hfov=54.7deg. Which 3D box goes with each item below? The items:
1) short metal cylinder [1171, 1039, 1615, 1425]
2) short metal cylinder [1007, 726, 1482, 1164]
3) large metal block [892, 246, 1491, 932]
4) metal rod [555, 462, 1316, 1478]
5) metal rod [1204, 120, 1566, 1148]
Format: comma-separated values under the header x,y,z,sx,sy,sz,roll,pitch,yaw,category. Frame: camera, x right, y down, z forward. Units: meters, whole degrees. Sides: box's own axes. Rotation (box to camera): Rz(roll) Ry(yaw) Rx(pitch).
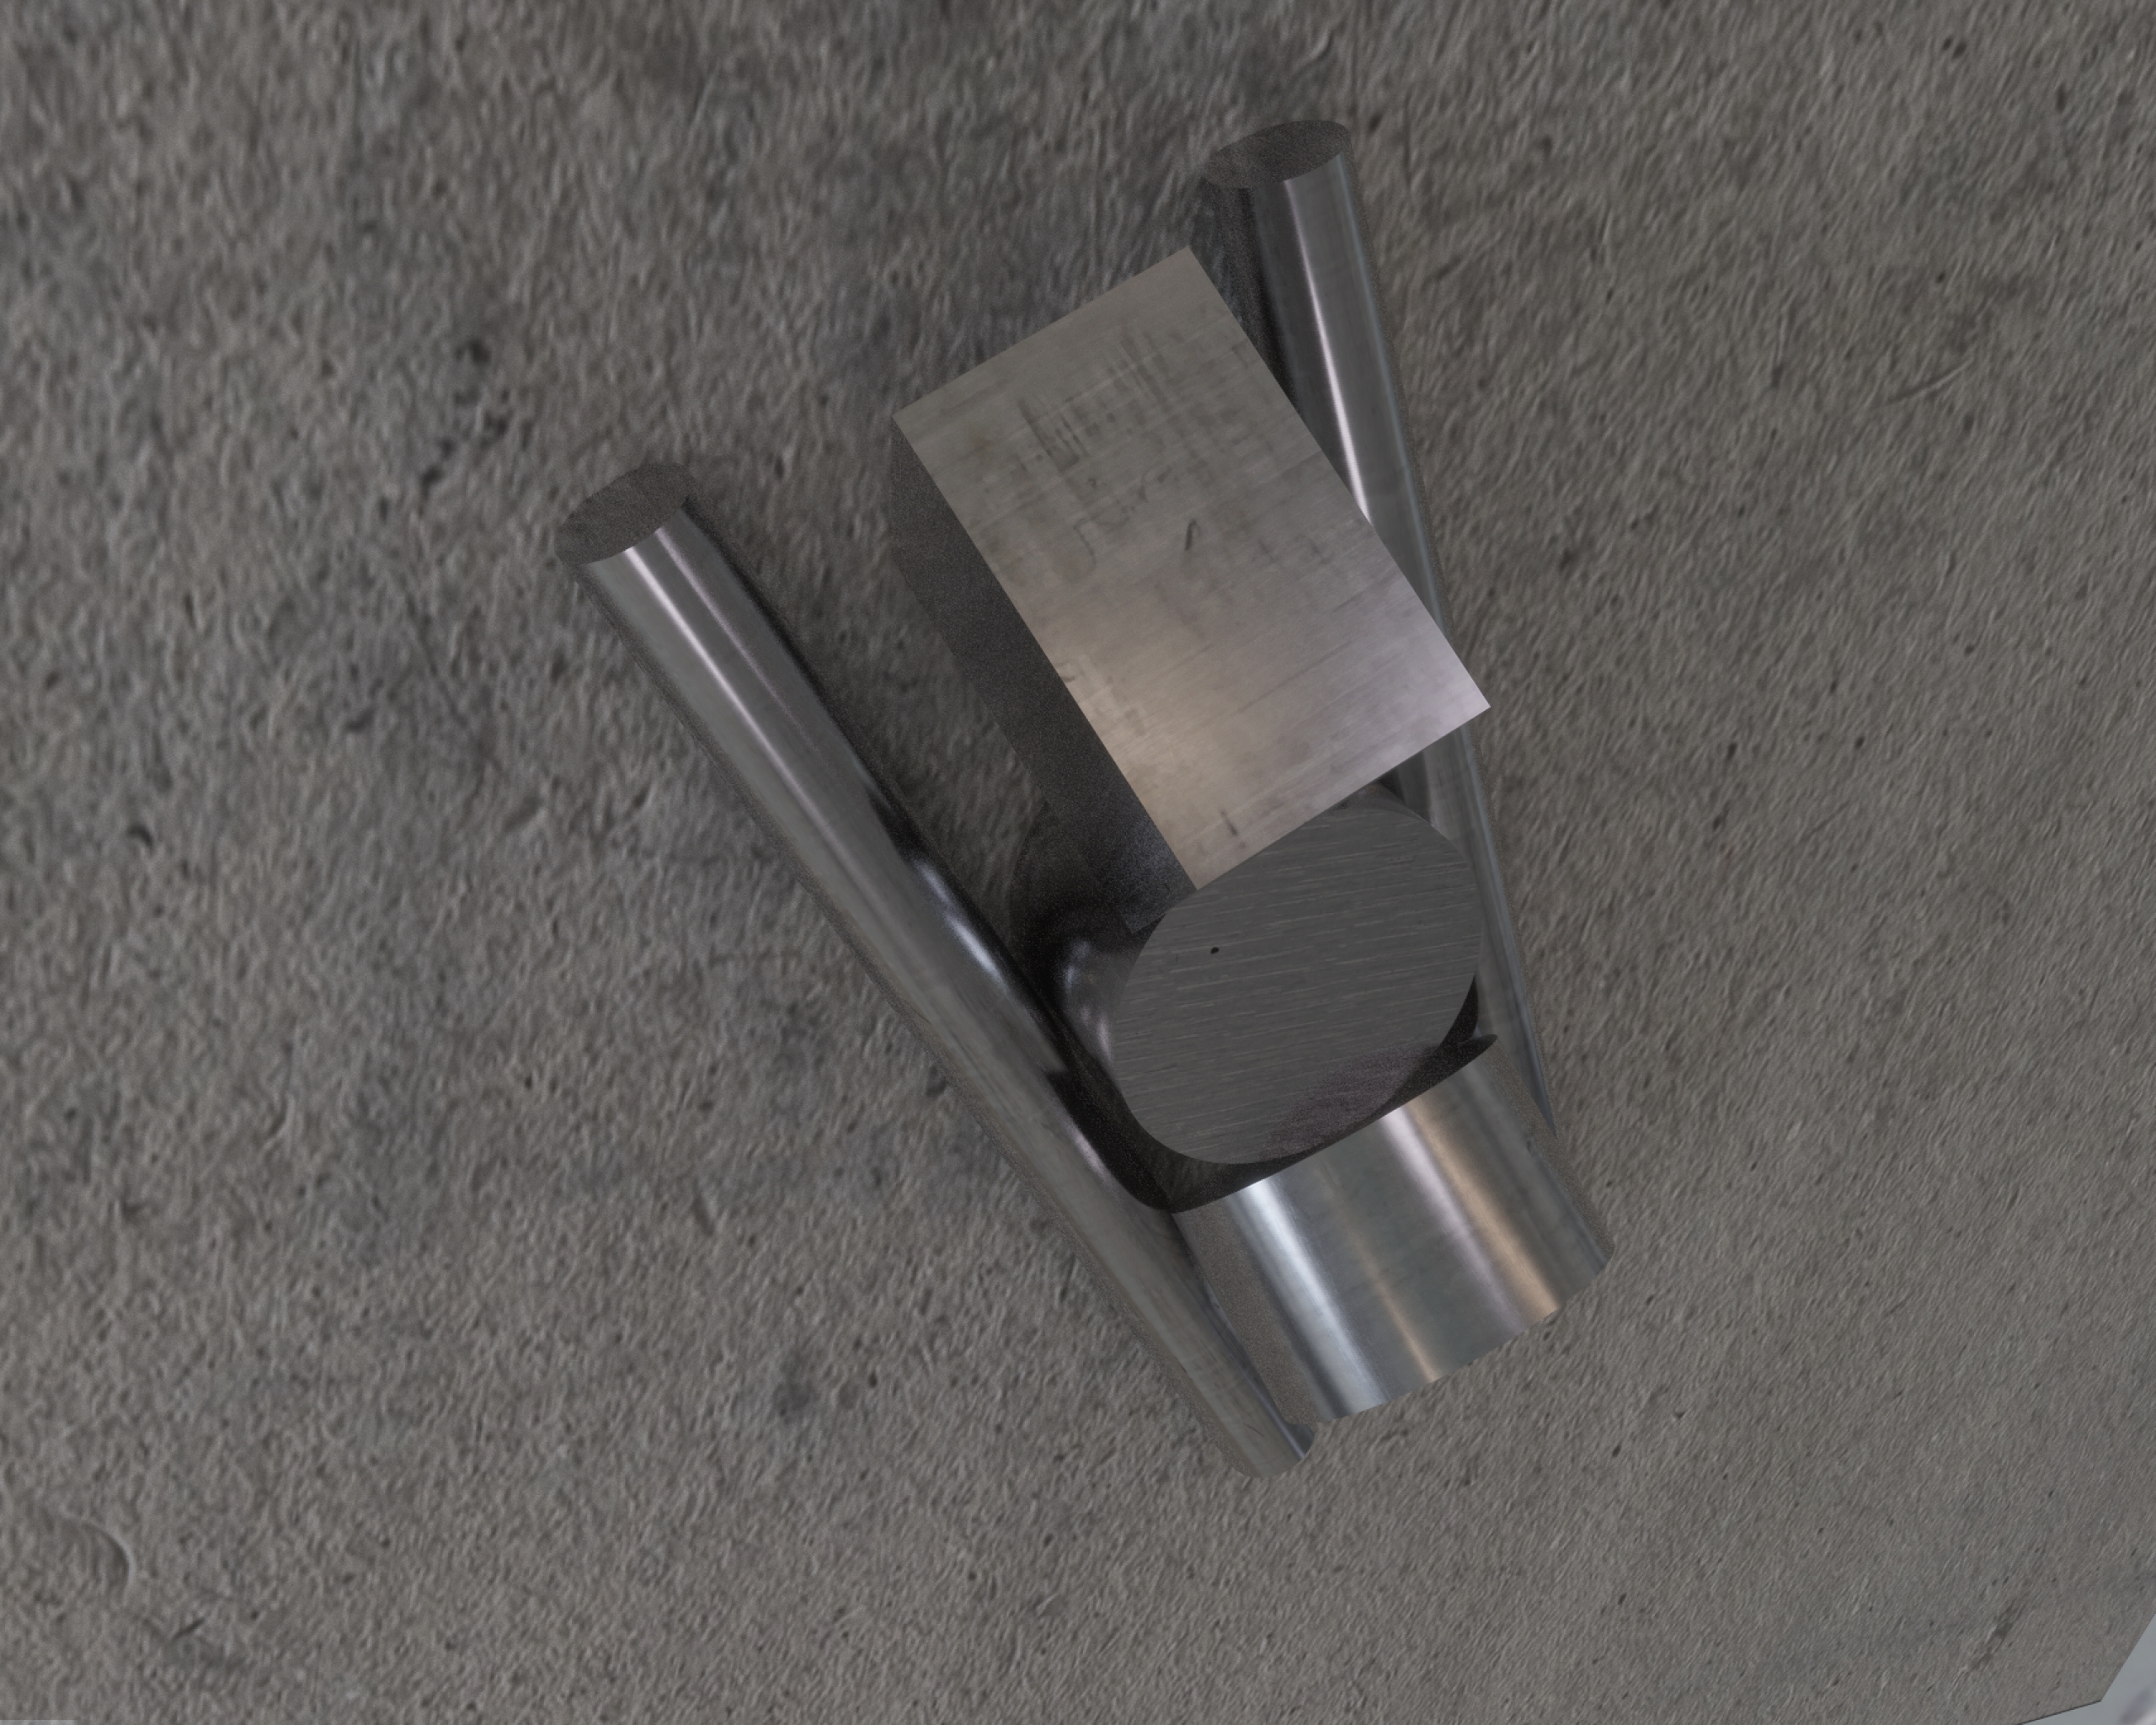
x,y,z,sx,sy,sz,roll,pitch,yaw,category
0.067,0.078,0.450,0.080,0.080,0.050,-28,86,-11,short metal cylinder
0.033,0.013,0.418,0.081,0.050,0.079,-14,124,-21,short metal cylinder
0.013,-0.038,0.336,0.050,0.080,0.080,-32,87,-8,large metal block
-0.012,0.043,0.428,0.025,0.025,0.299,-35,129,-5,metal rod
0.076,-0.009,0.443,0.025,0.025,0.299,-29,128,-10,metal rod
